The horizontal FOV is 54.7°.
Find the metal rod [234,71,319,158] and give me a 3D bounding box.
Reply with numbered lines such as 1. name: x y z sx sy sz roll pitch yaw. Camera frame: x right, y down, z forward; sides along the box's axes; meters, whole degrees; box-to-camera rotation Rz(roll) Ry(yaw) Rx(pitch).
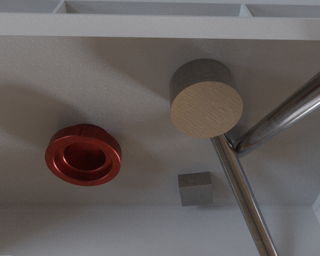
1. metal rod: 0.131 -0.019 0.301 0.025 0.025 0.299 6 160 -6

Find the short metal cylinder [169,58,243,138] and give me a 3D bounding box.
1. short metal cylinder: 0.052 -0.034 0.365 0.081 0.050 0.079 0 130 0

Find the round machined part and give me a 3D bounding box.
1. round machined part: -0.101 0.033 0.424 0.099 0.042 0.097 -1 130 0

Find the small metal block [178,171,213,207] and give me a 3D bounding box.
1. small metal block: 0.057 0.098 0.494 0.050 0.025 0.050 -7 130 5

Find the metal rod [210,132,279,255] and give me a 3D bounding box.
1. metal rod: 0.136 0.138 0.432 0.025 0.025 0.299 -22 97 17
